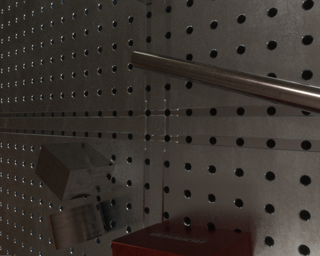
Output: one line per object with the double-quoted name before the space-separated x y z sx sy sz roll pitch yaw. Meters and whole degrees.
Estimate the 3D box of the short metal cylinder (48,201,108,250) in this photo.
"short metal cylinder" -0.125 0.149 0.474 0.080 0.081 0.050 -27 74 36

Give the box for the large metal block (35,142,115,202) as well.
"large metal block" -0.131 0.063 0.479 0.080 0.081 0.050 31 109 35

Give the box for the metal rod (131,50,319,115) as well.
"metal rod" 0.079 -0.052 0.342 0.300 0.025 0.025 22 104 37

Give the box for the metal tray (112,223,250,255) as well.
"metal tray" 0.022 0.137 0.347 0.130 0.091 0.030 -8 85 39

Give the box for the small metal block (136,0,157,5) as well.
"small metal block" -0.010 -0.202 0.416 0.050 0.025 0.050 -4 87 39
